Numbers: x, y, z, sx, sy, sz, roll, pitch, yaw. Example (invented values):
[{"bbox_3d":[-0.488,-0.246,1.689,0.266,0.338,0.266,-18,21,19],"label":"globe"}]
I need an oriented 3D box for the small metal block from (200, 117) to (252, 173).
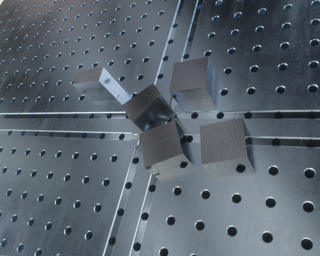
[{"bbox_3d":[0.075,0.020,0.356,0.050,0.025,0.050,-12,57,21],"label":"small metal block"}]

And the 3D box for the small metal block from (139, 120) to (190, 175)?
[{"bbox_3d":[0.005,0.025,0.389,0.050,0.025,0.050,-22,54,14],"label":"small metal block"}]

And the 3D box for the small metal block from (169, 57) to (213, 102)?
[{"bbox_3d":[0.044,-0.066,0.425,0.050,0.025,0.050,-5,59,25],"label":"small metal block"}]

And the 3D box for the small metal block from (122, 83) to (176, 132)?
[{"bbox_3d":[-0.014,-0.024,0.413,0.050,0.050,0.025,-35,52,5],"label":"small metal block"}]

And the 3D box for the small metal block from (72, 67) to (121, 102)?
[{"bbox_3d":[-0.098,-0.066,0.482,0.050,0.050,0.025,-2,61,27],"label":"small metal block"}]
